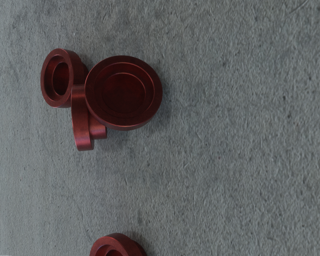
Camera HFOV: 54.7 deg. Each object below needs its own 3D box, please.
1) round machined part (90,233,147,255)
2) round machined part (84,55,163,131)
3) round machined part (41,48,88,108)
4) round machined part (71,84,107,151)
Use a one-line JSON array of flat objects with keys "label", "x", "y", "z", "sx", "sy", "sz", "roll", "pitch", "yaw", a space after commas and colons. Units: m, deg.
[{"label": "round machined part", "x": -0.053, "y": 0.198, "z": 0.438, "sx": 0.098, "sy": 0.042, "sz": 0.097, "roll": 0, "pitch": 90, "yaw": 40}, {"label": "round machined part", "x": -0.048, "y": -0.043, "z": 0.411, "sx": 0.042, "sy": 0.099, "sz": 0.098, "roll": 124, "pitch": 132, "yaw": -71}, {"label": "round machined part", "x": -0.157, "y": -0.082, "z": 0.524, "sx": 0.098, "sy": 0.042, "sz": 0.097, "roll": 0, "pitch": 90, "yaw": 40}, {"label": "round machined part", "x": -0.101, "y": -0.016, "z": 0.456, "sx": 0.098, "sy": 0.042, "sz": 0.097, "roll": 177, "pitch": 89, "yaw": -82}]
